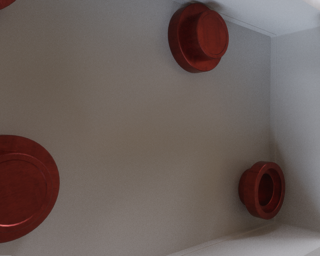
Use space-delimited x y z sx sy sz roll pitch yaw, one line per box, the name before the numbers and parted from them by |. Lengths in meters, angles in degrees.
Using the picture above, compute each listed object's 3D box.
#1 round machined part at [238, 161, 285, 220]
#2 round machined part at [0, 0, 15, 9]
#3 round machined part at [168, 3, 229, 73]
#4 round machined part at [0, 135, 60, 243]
round machined part | 0.175 0.106 0.542 0.099 0.042 0.097 0 90 -40
round machined part | -0.157 -0.145 0.244 0.099 0.042 0.097 -25 139 -23
round machined part | 0.062 -0.131 0.447 0.099 0.042 0.097 0 90 -40
round machined part | -0.138 0.055 0.280 0.099 0.042 0.097 0 90 -40
